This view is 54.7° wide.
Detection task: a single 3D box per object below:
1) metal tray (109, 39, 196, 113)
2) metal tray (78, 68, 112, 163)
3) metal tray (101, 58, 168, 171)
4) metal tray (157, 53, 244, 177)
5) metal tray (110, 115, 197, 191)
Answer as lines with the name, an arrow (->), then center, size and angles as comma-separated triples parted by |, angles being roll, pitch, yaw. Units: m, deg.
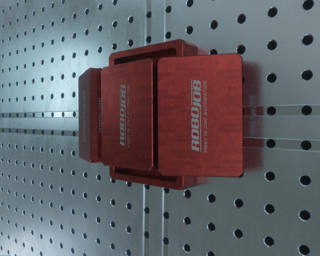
metal tray -> -0.014, -0.062, 0.415 | 0.130, 0.030, 0.089 | 1, 91, 39
metal tray -> -0.098, -0.017, 0.461 | 0.090, 0.030, 0.129 | 180, 90, -65
metal tray -> -0.034, -0.016, 0.392 | 0.090, 0.030, 0.129 | 0, 90, 39
metal tray -> 0.045, -0.013, 0.343 | 0.090, 0.030, 0.129 | -1, 90, 12
metal tray -> -0.013, 0.029, 0.415 | 0.130, 0.030, 0.089 | 1, 91, 39
